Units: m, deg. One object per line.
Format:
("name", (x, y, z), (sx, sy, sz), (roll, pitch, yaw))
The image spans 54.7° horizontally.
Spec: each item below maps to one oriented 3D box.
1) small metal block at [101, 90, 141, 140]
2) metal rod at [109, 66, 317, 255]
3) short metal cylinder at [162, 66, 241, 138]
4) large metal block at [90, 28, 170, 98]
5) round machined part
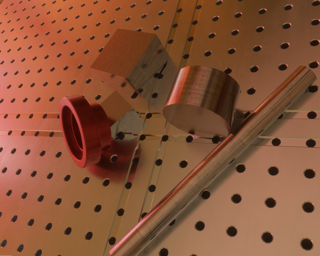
("small metal block", (-0.065, -0.020, 0.453), (0.050, 0.025, 0.050), (-42, 51, -1))
("metal rod", (0.061, 0.041, 0.349), (0.300, 0.025, 0.025), (-44, 51, -3))
("short metal cylinder", (0.049, -0.029, 0.364), (0.080, 0.080, 0.050), (7, 65, 31))
("large metal block", (-0.046, -0.102, 0.477), (0.080, 0.050, 0.080), (21, 73, 35))
("round machined part", (-0.100, 0.002, 0.424), (0.042, 0.097, 0.098), (-16, 43, -31))
